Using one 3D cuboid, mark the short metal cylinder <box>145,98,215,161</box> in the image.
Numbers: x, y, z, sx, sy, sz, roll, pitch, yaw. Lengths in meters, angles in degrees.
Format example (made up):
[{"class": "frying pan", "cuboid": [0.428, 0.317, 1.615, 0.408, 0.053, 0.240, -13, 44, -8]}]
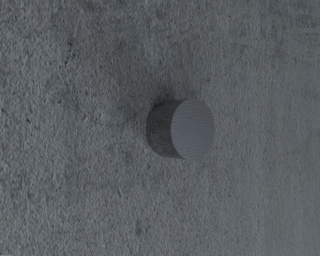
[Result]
[{"class": "short metal cylinder", "cuboid": [0.028, 0.002, 0.415, 0.081, 0.050, 0.079, 0, 90, -40]}]
